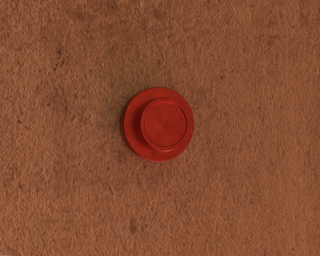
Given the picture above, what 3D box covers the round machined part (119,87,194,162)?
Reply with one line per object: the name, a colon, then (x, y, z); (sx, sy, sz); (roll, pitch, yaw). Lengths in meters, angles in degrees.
round machined part: (0.000, -0.005, 0.402); (0.099, 0.042, 0.097); (0, 90, -21)
